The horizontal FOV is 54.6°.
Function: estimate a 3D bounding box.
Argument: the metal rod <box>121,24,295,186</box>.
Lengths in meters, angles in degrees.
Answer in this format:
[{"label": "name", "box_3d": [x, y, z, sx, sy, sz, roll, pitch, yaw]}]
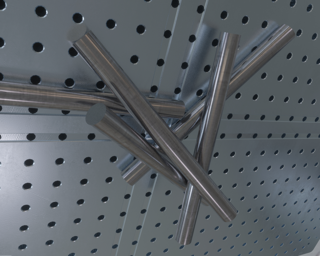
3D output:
[{"label": "metal rod", "box_3d": [0.065, -0.031, 0.426, 0.300, 0.025, 0.025, -43, 129, 1]}]

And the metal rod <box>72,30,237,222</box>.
[{"label": "metal rod", "box_3d": [0.008, 0.015, 0.372, 0.025, 0.025, 0.300, -40, 113, -1]}]

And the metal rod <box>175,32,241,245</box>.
[{"label": "metal rod", "box_3d": [0.060, 0.026, 0.417, 0.025, 0.025, 0.298, 0, 110, -29]}]

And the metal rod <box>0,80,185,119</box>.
[{"label": "metal rod", "box_3d": [-0.104, -0.032, 0.333, 0.302, 0.025, 0.025, 3, 117, -30]}]

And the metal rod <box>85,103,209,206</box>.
[{"label": "metal rod", "box_3d": [0.009, 0.054, 0.416, 0.025, 0.025, 0.300, -44, 139, 2]}]
